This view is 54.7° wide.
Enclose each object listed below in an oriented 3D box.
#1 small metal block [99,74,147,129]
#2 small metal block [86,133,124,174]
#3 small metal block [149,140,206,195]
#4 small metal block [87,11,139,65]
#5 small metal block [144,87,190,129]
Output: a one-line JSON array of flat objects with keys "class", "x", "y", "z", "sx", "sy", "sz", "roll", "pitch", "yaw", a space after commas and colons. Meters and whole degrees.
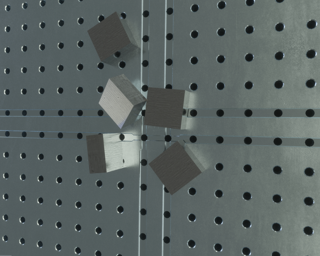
[{"class": "small metal block", "x": -0.051, "y": -0.036, "z": 0.418, "sx": 0.050, "sy": 0.025, "sz": 0.050, "roll": 48, "pitch": 136, "yaw": 13}, {"class": "small metal block", "x": -0.074, "y": 0.033, "z": 0.424, "sx": 0.025, "sy": 0.050, "sz": 0.050, "roll": -7, "pitch": 88, "yaw": 20}, {"class": "small metal block", "x": 0.023, "y": 0.051, "z": 0.404, "sx": 0.050, "sy": 0.025, "sz": 0.050, "roll": -40, "pitch": 78, "yaw": 15}, {"class": "small metal block", "x": -0.066, "y": -0.125, "z": 0.435, "sx": 0.050, "sy": 0.025, "sz": 0.050, "roll": -28, "pitch": 81, "yaw": 17}, {"class": "small metal block", "x": 0.009, "y": -0.026, "z": 0.409, "sx": 0.050, "sy": 0.025, "sz": 0.050, "roll": 7, "pitch": 92, "yaw": 19}]
